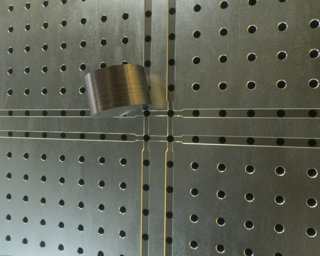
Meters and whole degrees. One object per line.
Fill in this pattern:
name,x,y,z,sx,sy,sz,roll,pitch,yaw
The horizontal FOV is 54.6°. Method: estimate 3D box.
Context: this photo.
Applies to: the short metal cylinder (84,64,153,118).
short metal cylinder,-0.054,-0.046,0.403,0.080,0.080,0.050,-13,86,19
